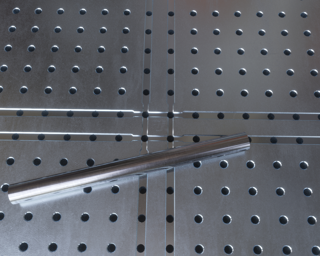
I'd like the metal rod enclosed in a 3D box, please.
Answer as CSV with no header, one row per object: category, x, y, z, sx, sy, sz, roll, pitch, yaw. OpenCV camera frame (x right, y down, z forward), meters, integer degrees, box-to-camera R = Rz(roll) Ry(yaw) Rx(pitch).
metal rod,-0.034,0.049,0.393,0.302,0.025,0.025,-12,71,-5
